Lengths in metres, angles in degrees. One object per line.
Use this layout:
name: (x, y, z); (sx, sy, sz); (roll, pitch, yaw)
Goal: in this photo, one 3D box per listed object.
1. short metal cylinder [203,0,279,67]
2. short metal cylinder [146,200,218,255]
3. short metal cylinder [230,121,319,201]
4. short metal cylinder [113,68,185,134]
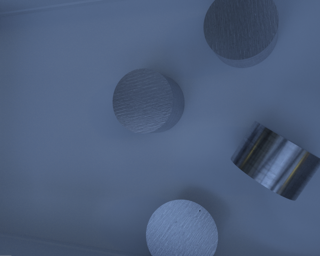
short metal cylinder: (0.096, -0.115, 0.363); (0.080, 0.050, 0.080); (0, 90, 20)
short metal cylinder: (0.025, 0.132, 0.368); (0.080, 0.050, 0.080); (0, 58, 1)
short metal cylinder: (0.125, 0.034, 0.337); (0.080, 0.080, 0.050); (33, 101, 17)
short metal cylinder: (-0.014, -0.033, 0.402); (0.080, 0.050, 0.080); (0, 90, 20)
